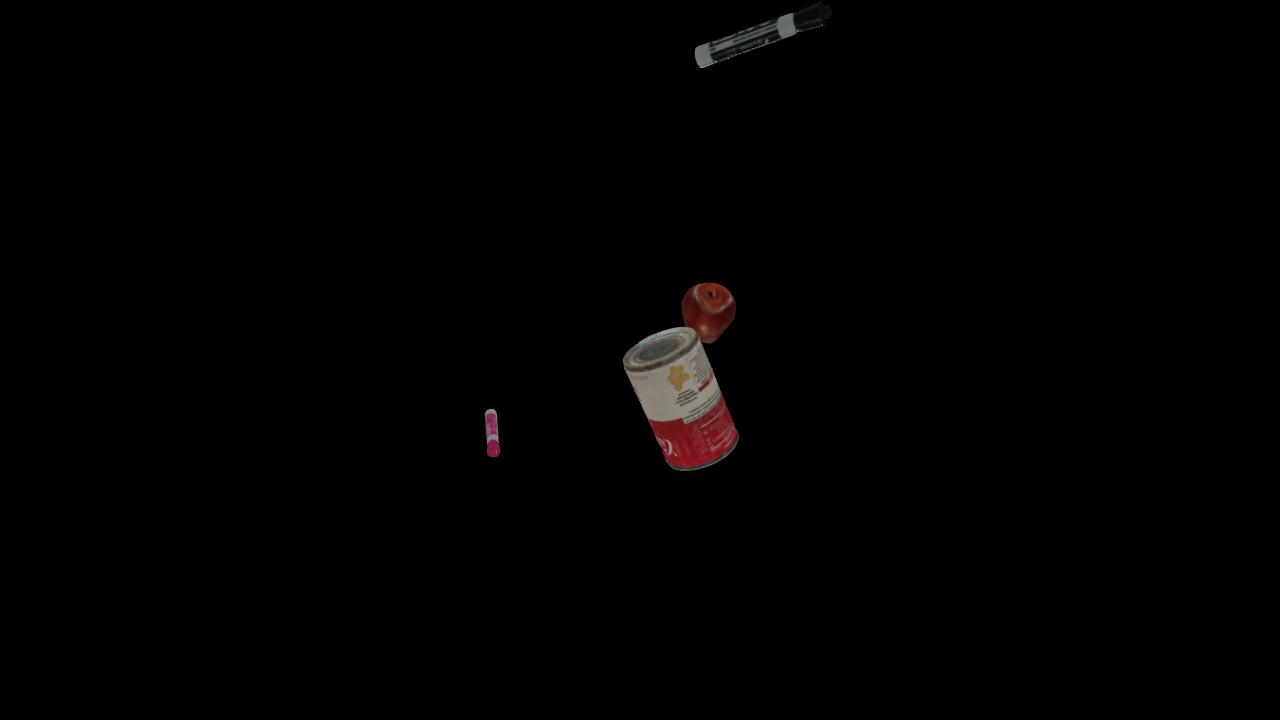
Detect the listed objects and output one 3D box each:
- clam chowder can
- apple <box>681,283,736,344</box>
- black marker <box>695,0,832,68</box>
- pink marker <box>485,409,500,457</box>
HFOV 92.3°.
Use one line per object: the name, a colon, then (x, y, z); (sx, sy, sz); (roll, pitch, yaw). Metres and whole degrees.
clam chowder can: (0.034, 0.032, 0.513); (0.068, 0.102, 0.068); (-20, 21, 8)
apple: (0.096, -0.069, 0.890); (0.079, 0.079, 0.093); (0, -37, -6)
black marker: (0.104, -0.280, 0.531); (0.121, 0.020, 0.020); (-3, -2, 34)
pink marker: (-0.224, 0.110, 0.931); (0.020, 0.020, 0.121); (0, 24, -16)
